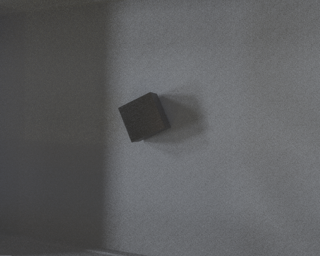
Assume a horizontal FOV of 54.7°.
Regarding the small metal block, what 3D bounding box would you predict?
[{"bbox_3d":[-0.021,-0.014,0.413,0.050,0.025,0.050,-24,82,18],"label":"small metal block"}]
